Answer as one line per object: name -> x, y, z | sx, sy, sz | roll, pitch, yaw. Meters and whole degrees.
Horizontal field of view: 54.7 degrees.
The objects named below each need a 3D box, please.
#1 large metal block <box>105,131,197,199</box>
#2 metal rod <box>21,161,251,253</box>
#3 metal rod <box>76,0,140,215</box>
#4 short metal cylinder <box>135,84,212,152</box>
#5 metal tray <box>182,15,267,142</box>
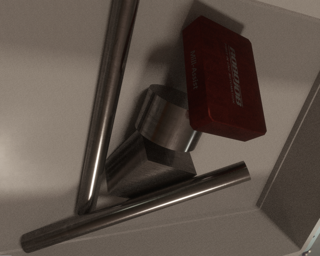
large metal block -> -0.014, 0.052, 0.402 | 0.080, 0.050, 0.080 | 22, 129, -37
metal rod -> -0.034, 0.102, 0.395 | 0.301, 0.025, 0.025 | -20, 129, 5
metal rod -> -0.065, -0.017, 0.363 | 0.025, 0.025, 0.298 | 1, 118, -29
short metal cylinder -> 0.016, -0.014, 0.375 | 0.081, 0.080, 0.050 | 10, 113, -33
metal tray -> 0.074, -0.055, 0.357 | 0.091, 0.130, 0.030 | 12, 154, -34
